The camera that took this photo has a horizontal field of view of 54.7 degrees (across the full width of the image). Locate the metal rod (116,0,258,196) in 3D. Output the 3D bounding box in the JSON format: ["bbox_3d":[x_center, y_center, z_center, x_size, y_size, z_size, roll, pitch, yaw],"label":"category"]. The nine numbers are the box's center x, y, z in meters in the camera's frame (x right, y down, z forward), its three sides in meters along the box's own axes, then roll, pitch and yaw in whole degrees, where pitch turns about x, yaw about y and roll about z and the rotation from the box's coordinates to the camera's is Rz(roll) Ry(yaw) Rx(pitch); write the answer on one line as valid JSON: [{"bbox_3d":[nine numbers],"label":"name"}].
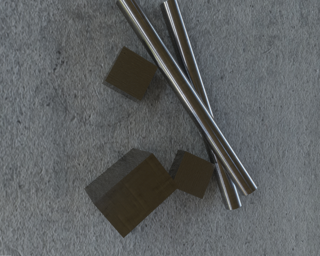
[{"bbox_3d":[0.037,-0.040,0.405,0.025,0.025,0.299,-35,95,-17],"label":"metal rod"}]

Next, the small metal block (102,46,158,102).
[{"bbox_3d":[-0.038,-0.067,0.396,0.050,0.025,0.050,29,80,-18],"label":"small metal block"}]

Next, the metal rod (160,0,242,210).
[{"bbox_3d":[0.059,-0.027,0.432,0.025,0.025,0.298,-21,97,-19],"label":"metal rod"}]

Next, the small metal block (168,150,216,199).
[{"bbox_3d":[0.041,0.063,0.426,0.050,0.025,0.050,26,81,-19],"label":"small metal block"}]

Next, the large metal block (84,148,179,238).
[{"bbox_3d":[-0.037,0.071,0.367,0.080,0.080,0.050,-40,103,-16],"label":"large metal block"}]
